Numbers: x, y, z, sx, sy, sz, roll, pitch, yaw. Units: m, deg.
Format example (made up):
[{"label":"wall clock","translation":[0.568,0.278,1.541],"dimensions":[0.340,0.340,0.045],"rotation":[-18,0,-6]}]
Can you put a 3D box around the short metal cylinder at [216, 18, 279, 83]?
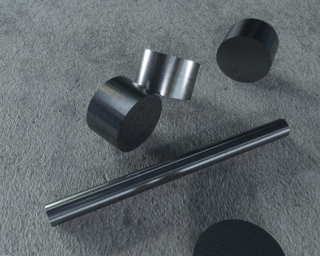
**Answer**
[{"label":"short metal cylinder","translation":[0.131,-0.115,0.465],"dimensions":[0.080,0.080,0.050],"rotation":[20,53,15]}]

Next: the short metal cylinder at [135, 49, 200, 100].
[{"label":"short metal cylinder","translation":[0.010,-0.073,0.422],"dimensions":[0.080,0.050,0.080],"rotation":[14,12,-3]}]

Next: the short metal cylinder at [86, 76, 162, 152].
[{"label":"short metal cylinder","translation":[-0.042,-0.017,0.381],"dimensions":[0.050,0.080,0.080],"rotation":[33,57,24]}]

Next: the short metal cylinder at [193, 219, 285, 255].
[{"label":"short metal cylinder","translation":[0.067,0.130,0.278],"dimensions":[0.081,0.050,0.080],"rotation":[0,50,0]}]

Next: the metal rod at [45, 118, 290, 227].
[{"label":"metal rod","translation":[0.022,0.046,0.364],"dimensions":[0.302,0.025,0.025],"rotation":[-19,53,-15]}]
